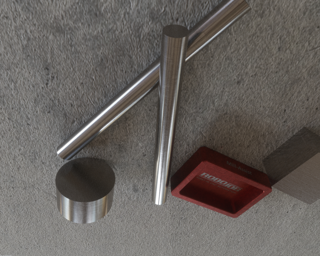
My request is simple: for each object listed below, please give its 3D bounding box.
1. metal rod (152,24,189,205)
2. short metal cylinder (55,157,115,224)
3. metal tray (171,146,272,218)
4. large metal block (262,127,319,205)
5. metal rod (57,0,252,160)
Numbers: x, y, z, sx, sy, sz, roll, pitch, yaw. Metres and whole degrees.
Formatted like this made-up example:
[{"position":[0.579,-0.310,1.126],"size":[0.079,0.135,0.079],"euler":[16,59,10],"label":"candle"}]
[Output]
[{"position":[0.007,0.012,0.396],"size":[0.025,0.025,0.298],"euler":[2,137,-2],"label":"metal rod"},{"position":[-0.107,0.088,0.445],"size":[0.081,0.080,0.050],"euler":[7,130,-7],"label":"short metal cylinder"},{"position":[0.093,0.088,0.480],"size":[0.131,0.030,0.089],"euler":[24,126,-20],"label":"metal tray"},{"position":[0.210,0.056,0.442],"size":[0.080,0.050,0.080],"euler":[26,125,-21],"label":"large metal block"},{"position":[-0.026,-0.046,0.367],"size":[0.299,0.025,0.025],"euler":[-37,122,26],"label":"metal rod"}]
